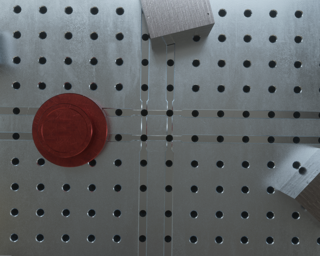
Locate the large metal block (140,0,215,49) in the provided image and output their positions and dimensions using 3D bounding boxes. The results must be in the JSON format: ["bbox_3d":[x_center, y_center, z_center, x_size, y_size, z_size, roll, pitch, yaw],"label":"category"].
[{"bbox_3d":[0.018,-0.157,0.401,0.080,0.050,0.080,-14,90,0],"label":"large metal block"}]

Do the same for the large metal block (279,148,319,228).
[{"bbox_3d":[0.221,0.084,0.402,0.080,0.050,0.080,43,90,0],"label":"large metal block"}]

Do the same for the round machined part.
[{"bbox_3d":[-0.118,0.003,0.404,0.099,0.042,0.097,0,90,0],"label":"round machined part"}]
